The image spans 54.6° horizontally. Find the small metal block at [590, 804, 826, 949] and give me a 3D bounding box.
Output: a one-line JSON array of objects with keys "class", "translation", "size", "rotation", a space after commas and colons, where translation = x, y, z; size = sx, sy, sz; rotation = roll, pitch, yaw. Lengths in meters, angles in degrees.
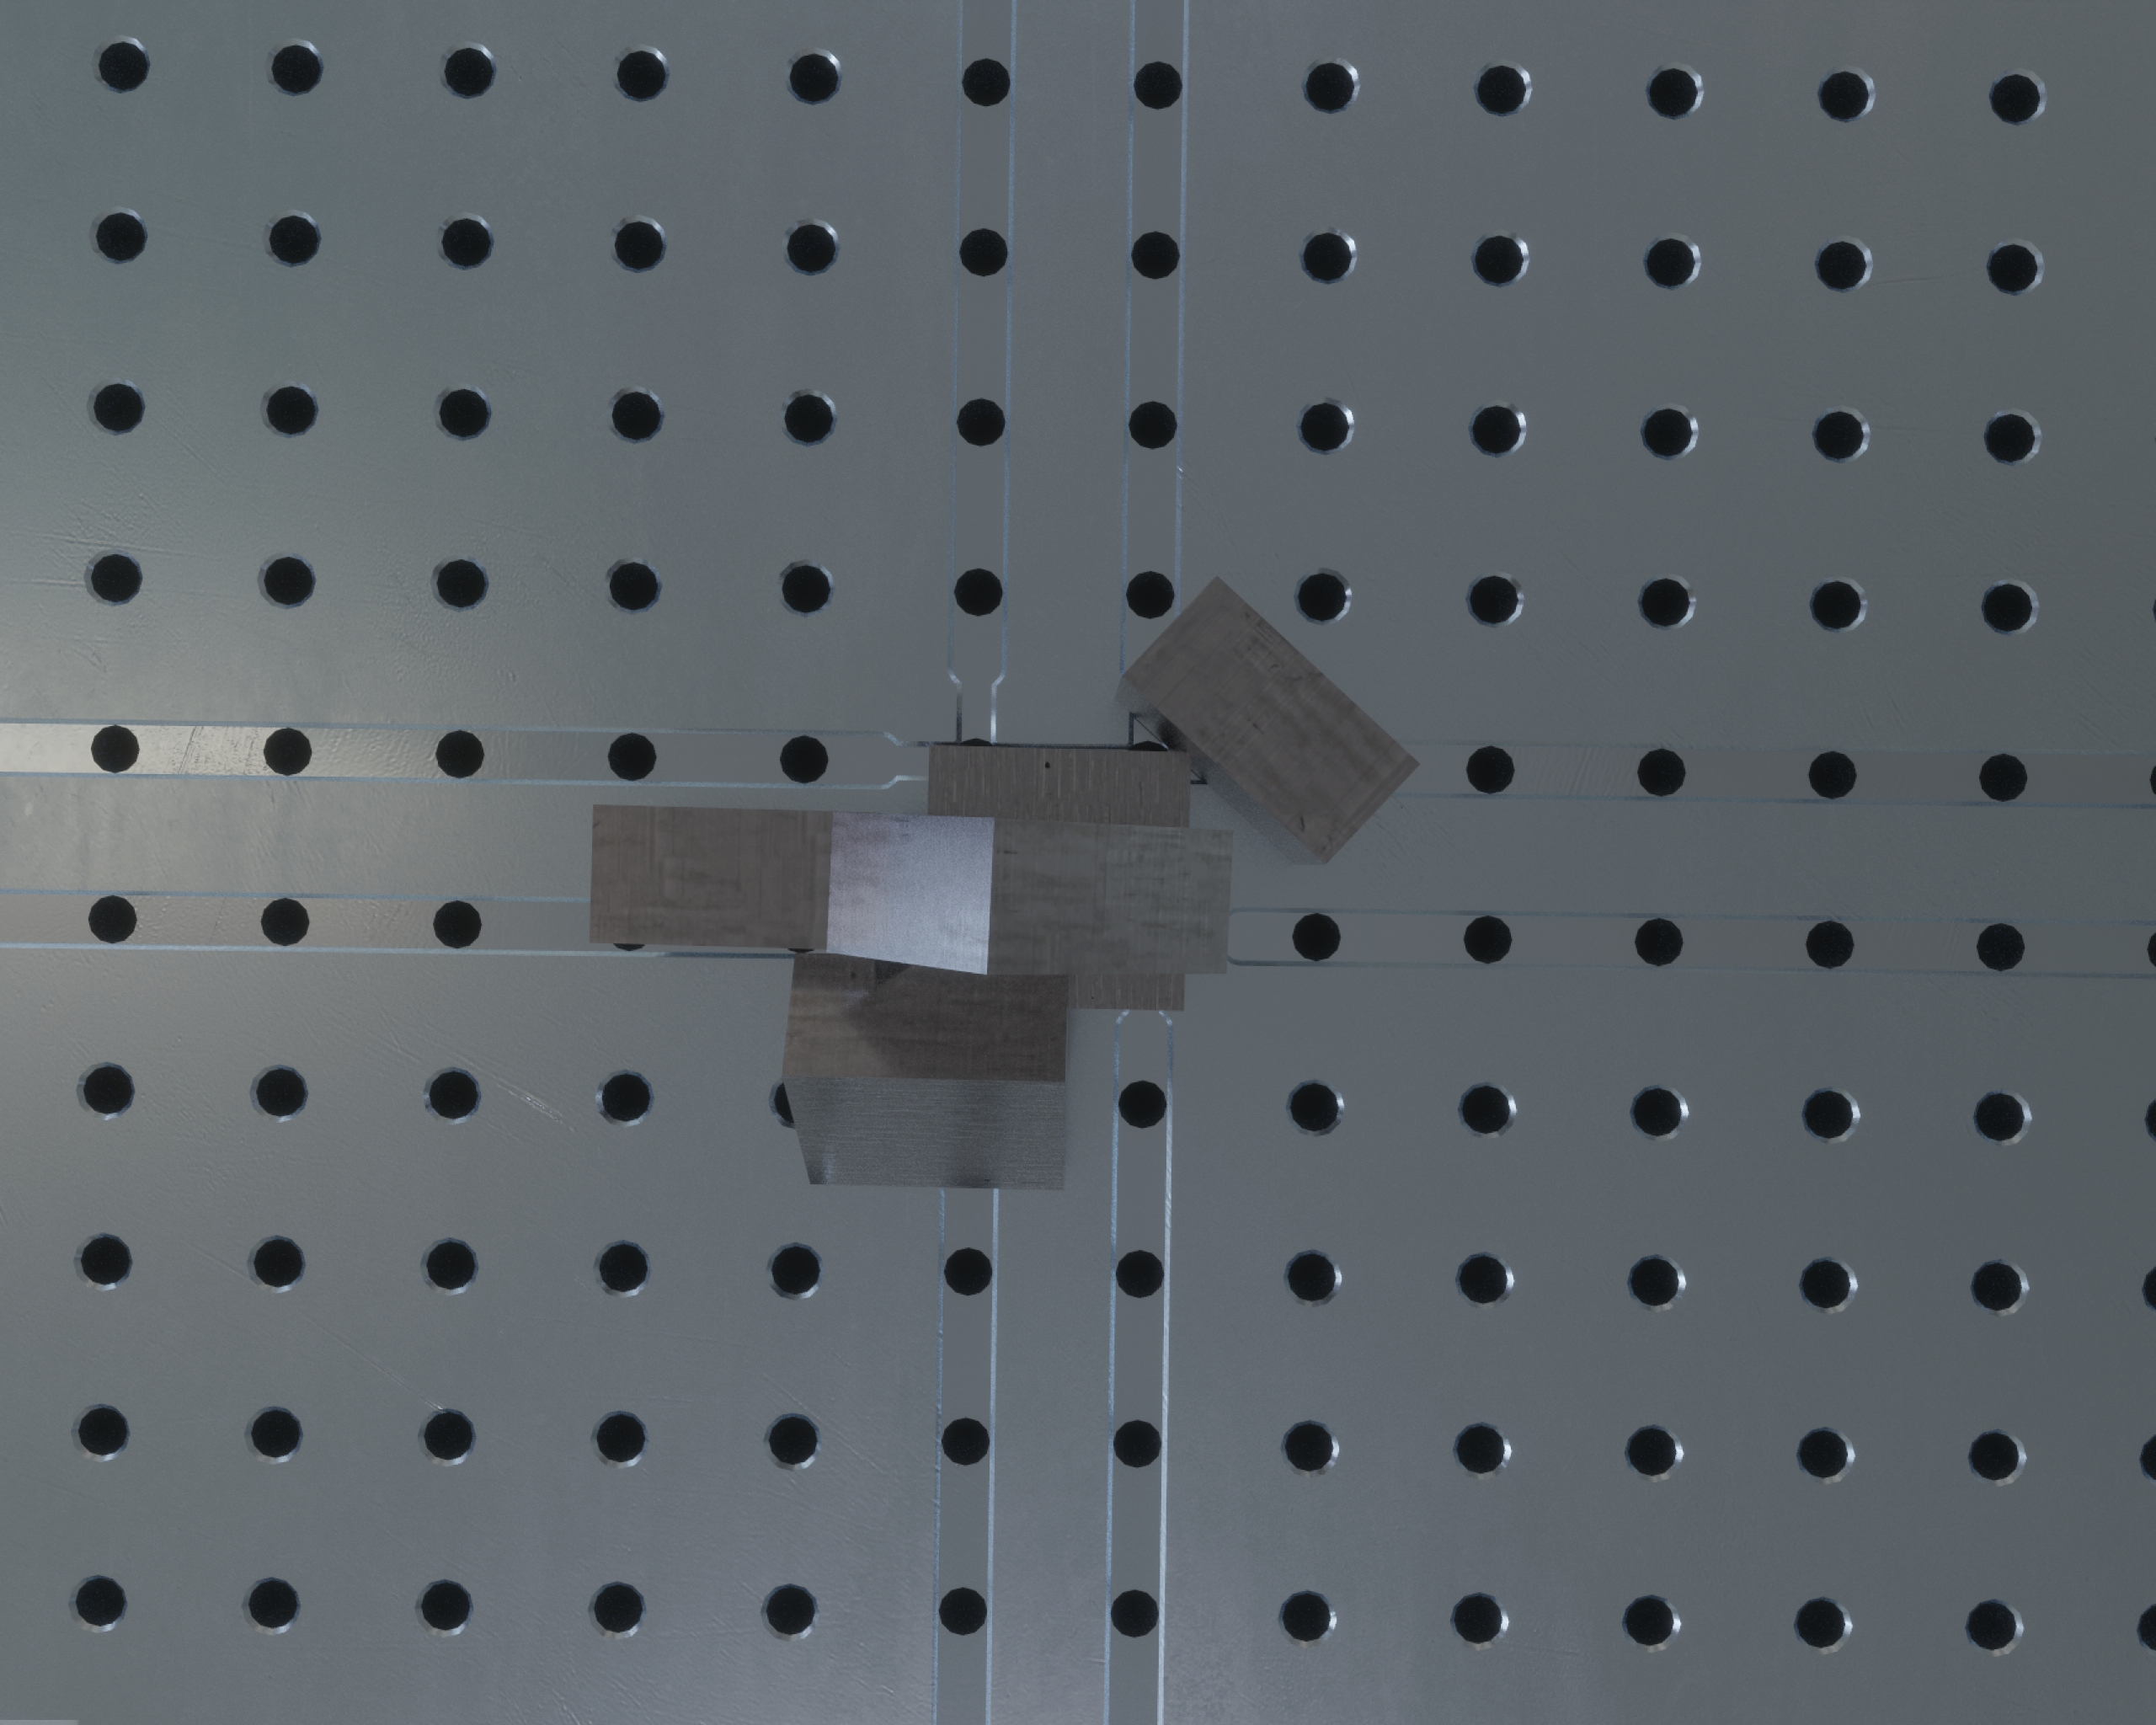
[{"class": "small metal block", "translation": [-0.062, 0.002, 0.400], "size": [0.050, 0.050, 0.025], "rotation": [2, 91, 1]}]

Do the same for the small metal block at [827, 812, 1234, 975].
[{"class": "small metal block", "translation": [-0.009, 0.005, 0.366], "size": [0.050, 0.050, 0.025], "rotation": [2, 91, -37]}]

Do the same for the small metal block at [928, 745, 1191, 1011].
[{"class": "small metal block", "translation": [-0.004, 0.003, 0.413], "size": [0.050, 0.025, 0.050], "rotation": [2, 90, -1]}]

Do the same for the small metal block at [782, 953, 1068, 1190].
[{"class": "small metal block", "translation": [-0.027, 0.041, 0.398], "size": [0.050, 0.050, 0.025], "rotation": [1, 59, 0]}]

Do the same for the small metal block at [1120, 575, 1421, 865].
[{"class": "small metal block", "translation": [0.035, -0.026, 0.401], "size": [0.050, 0.050, 0.025], "rotation": [43, 90, 0]}]
